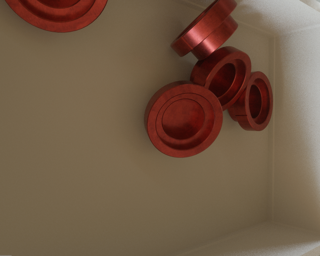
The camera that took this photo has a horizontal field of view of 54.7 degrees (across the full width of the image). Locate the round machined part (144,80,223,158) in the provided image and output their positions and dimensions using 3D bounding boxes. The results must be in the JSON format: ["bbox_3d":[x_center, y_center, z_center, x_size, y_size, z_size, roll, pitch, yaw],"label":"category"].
[{"bbox_3d":[0.028,-0.014,0.402,0.099,0.042,0.097,-5,112,-12],"label":"round machined part"}]

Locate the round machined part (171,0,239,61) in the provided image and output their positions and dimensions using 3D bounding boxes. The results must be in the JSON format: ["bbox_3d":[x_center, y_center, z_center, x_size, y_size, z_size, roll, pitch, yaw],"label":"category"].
[{"bbox_3d":[0.063,-0.128,0.410,0.042,0.098,0.098,45,62,-12],"label":"round machined part"}]

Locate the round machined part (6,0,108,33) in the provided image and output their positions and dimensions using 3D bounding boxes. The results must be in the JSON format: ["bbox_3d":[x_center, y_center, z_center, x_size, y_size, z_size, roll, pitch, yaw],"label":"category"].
[{"bbox_3d":[-0.098,-0.145,0.292,0.098,0.098,0.042,37,23,-35],"label":"round machined part"}]

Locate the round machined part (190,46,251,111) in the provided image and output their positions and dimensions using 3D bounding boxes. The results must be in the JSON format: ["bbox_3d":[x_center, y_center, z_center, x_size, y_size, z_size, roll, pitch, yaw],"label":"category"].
[{"bbox_3d":[0.082,-0.072,0.448,0.099,0.042,0.097,-26,137,-27],"label":"round machined part"}]

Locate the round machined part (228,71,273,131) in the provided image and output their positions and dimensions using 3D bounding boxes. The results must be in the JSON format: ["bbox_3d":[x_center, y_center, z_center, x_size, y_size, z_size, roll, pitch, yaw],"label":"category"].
[{"bbox_3d":[0.148,-0.044,0.518,0.099,0.042,0.097,-2,92,-46],"label":"round machined part"}]
